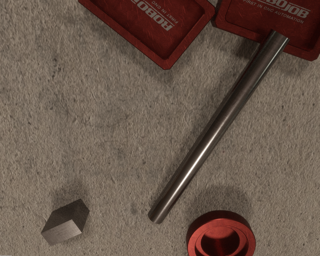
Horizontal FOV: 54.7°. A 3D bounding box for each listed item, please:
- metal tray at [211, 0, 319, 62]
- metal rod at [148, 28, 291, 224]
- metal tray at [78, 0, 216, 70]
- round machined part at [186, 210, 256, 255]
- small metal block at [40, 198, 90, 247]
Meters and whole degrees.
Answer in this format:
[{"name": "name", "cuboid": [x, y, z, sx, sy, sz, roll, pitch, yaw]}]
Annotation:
[{"name": "metal tray", "cuboid": [0.136, -0.141, 0.357, 0.131, 0.030, 0.089, 17, 109, -7]}, {"name": "metal rod", "cuboid": [0.063, 0.015, 0.399, 0.025, 0.025, 0.298, 26, 114, -10]}, {"name": "metal tray", "cuboid": [-0.014, -0.141, 0.354, 0.130, 0.030, 0.090, 37, 106, -13]}, {"name": "round machined part", "cuboid": [0.088, 0.163, 0.462, 0.099, 0.042, 0.097, 0, 110, -1]}, {"name": "small metal block", "cuboid": [-0.134, 0.134, 0.444, 0.050, 0.050, 0.025, -26, 108, 9]}]
